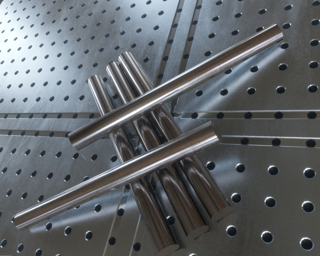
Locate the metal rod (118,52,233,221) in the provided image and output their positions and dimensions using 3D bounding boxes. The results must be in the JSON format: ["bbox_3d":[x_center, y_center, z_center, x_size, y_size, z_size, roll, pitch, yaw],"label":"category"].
[{"bbox_3d":[0.004,-0.012,0.412,0.025,0.025,0.300,-35,52,5],"label":"metal rod"}]

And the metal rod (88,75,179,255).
[{"bbox_3d":[-0.049,0.026,0.416,0.025,0.025,0.300,-34,52,6],"label":"metal rod"}]

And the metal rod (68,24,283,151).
[{"bbox_3d":[0.021,-0.053,0.402,0.301,0.025,0.025,-28,52,-1],"label":"metal rod"}]

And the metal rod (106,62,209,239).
[{"bbox_3d":[-0.018,0.005,0.413,0.025,0.025,0.300,-34,52,6],"label":"metal rod"}]

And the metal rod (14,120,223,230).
[{"bbox_3d":[-0.066,0.066,0.374,0.300,0.025,0.025,-27,52,21],"label":"metal rod"}]
